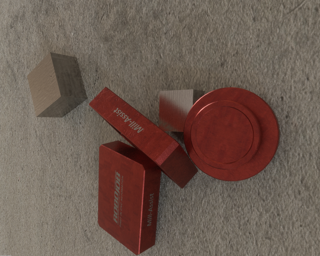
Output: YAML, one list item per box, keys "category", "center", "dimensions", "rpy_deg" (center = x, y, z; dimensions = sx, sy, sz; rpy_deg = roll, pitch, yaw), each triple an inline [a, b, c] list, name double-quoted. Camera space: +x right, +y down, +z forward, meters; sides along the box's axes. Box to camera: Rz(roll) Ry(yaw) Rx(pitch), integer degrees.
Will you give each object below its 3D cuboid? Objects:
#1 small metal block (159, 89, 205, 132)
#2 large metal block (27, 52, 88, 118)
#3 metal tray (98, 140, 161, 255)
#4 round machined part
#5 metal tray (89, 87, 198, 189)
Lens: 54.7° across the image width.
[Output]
- category: "small metal block"
  center: [0.026, -0.021, 0.382]
  dimensions: [0.050, 0.025, 0.050]
  rpy_deg: [2, 92, 39]
- category: "large metal block"
  center: [-0.178, -0.071, 0.532]
  dimensions: [0.080, 0.050, 0.080]
  rpy_deg: [-28, 73, 36]
- category: "metal tray"
  center: [-0.044, 0.092, 0.418]
  dimensions: [0.090, 0.030, 0.129]
  rpy_deg: [20, 114, 40]
- category: "round machined part"
  center: [0.070, 0.007, 0.319]
  dimensions: [0.098, 0.042, 0.097]
  rpy_deg: [0, 90, 24]
- category: "metal tray"
  center: [-0.020, 0.011, 0.375]
  dimensions: [0.030, 0.090, 0.130]
  rpy_deg: [-48, 57, -7]
